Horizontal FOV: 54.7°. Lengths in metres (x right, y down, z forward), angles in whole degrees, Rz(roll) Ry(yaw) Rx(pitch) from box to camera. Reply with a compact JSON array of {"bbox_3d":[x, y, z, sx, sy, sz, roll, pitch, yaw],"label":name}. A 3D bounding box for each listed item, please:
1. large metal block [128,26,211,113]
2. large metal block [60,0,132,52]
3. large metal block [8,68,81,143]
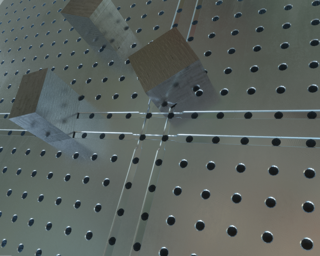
[{"bbox_3d":[0.012,-0.082,0.435,0.080,0.050,0.080,-31,52,7],"label":"large metal block"},{"bbox_3d":[-0.111,-0.187,0.543,0.080,0.080,0.050,23,74,36],"label":"large metal block"},{"bbox_3d":[-0.175,-0.033,0.482,0.050,0.080,0.080,-11,57,22],"label":"large metal block"}]
